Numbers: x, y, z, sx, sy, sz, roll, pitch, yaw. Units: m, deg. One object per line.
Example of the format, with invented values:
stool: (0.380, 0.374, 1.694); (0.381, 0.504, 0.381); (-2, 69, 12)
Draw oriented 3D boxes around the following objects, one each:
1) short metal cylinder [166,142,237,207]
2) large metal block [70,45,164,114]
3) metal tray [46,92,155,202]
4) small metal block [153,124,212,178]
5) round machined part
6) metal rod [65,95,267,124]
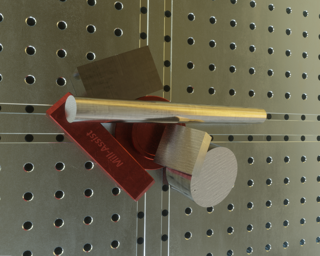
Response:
short metal cylinder: (0.055, 0.057, 0.408); (0.081, 0.050, 0.079); (-10, 108, -33)
large metal block: (-0.054, -0.052, 0.363); (0.081, 0.080, 0.050); (-22, 98, -19)
metal tray: (-0.071, 0.021, 0.352); (0.030, 0.090, 0.130); (-46, 105, -14)
small metal block: (0.027, 0.025, 0.364); (0.025, 0.050, 0.050); (36, 72, -60)
round machined part: (-0.010, 0.006, 0.404); (0.099, 0.042, 0.097); (0, 90, -21)
metal rod: (0.035, -0.018, 0.376); (0.302, 0.025, 0.025); (0, 90, -40)
